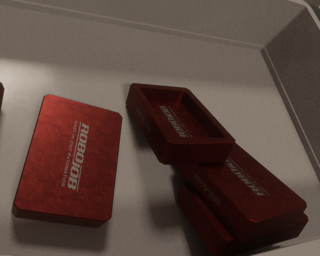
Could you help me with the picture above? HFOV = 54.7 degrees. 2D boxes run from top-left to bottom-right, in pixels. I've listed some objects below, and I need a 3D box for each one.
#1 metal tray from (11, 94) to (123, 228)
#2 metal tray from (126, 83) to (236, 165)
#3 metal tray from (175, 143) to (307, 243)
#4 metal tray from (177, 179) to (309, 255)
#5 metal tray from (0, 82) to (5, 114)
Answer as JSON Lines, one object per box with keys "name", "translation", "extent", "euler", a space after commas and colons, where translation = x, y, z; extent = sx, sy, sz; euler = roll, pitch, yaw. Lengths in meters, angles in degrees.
{"name": "metal tray", "translation": [-0.093, 0.034, 0.333], "extent": [0.091, 0.030, 0.130], "euler": [15, 55, -20]}
{"name": "metal tray", "translation": [0.021, -0.009, 0.385], "extent": [0.091, 0.030, 0.130], "euler": [1, 35, -28]}
{"name": "metal tray", "translation": [0.089, 0.064, 0.362], "extent": [0.091, 0.030, 0.130], "euler": [-4, 33, -33]}
{"name": "metal tray", "translation": [0.098, 0.098, 0.371], "extent": [0.131, 0.030, 0.090], "euler": [-1, 32, -29]}
{"name": "metal tray", "translation": [-0.188, -0.005, 0.268], "extent": [0.030, 0.090, 0.130], "euler": [-14, 61, 13]}
